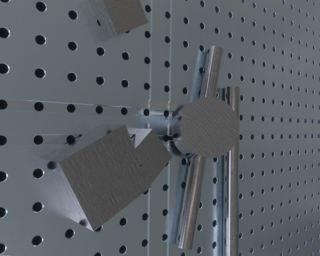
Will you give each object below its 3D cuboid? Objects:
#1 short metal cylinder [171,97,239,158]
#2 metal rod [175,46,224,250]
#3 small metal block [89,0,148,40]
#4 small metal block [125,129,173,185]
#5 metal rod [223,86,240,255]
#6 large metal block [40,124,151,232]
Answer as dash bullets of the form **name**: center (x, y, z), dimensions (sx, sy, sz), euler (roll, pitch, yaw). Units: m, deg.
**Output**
- **short metal cylinder**: center (0.060, 0.001, 0.423), dimensions (0.081, 0.050, 0.080), euler (1, 84, -12)
- **metal rod**: center (0.060, 0.023, 0.460), dimensions (0.025, 0.025, 0.299), euler (17, 79, -39)
- **small metal block**: center (-0.048, -0.139, 0.369), dimensions (0.050, 0.025, 0.050), euler (-36, 112, -34)
- **small metal block**: center (-0.019, 0.036, 0.394), dimensions (0.050, 0.025, 0.050), euler (-50, 119, -28)
- **metal rod**: center (0.117, 0.082, 0.507), dimensions (0.025, 0.025, 0.298), euler (1, 90, -40)
- **large metal block**: center (-0.067, 0.049, 0.337), dimensions (0.081, 0.050, 0.080), euler (-33, 111, -35)
